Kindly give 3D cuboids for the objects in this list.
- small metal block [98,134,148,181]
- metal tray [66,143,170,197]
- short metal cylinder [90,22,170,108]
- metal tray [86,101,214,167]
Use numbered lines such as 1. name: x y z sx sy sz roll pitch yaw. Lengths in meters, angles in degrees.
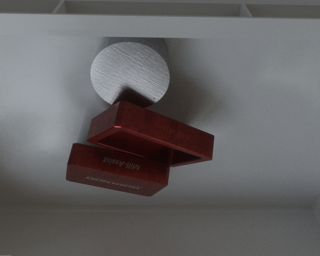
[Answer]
1. small metal block: -0.053 0.043 0.445 0.050 0.025 0.050 32 123 -25
2. metal tray: -0.062 0.062 0.434 0.131 0.030 0.090 14 154 -12
3. short metal cylinder: -0.030 -0.067 0.335 0.081 0.050 0.079 0 130 0
4. metal tray: -0.011 0.013 0.377 0.131 0.030 0.090 20 157 -28
